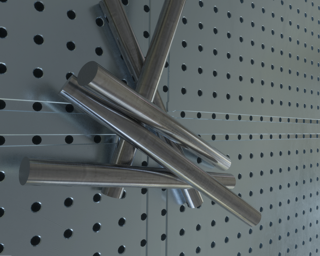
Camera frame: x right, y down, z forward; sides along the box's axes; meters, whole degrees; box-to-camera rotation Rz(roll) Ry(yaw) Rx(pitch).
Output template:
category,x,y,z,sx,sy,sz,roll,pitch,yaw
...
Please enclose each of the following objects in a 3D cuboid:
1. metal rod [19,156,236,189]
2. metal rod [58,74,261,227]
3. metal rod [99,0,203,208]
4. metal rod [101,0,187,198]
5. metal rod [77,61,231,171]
category,x,y,z,sx,sy,sz,roll,pitch,yaw
metal rod,-0.007,0.059,0.368,0.302,0.025,0.025,11,83,-42
metal rod,0.017,0.040,0.364,0.301,0.025,0.025,37,67,-23
metal rod,-0.004,-0.021,0.407,0.025,0.025,0.299,-36,113,-34
metal rod,-0.011,-0.064,0.368,0.025,0.025,0.299,19,88,-39
metal rod,0.019,0.004,0.386,0.301,0.025,0.025,32,70,-49
